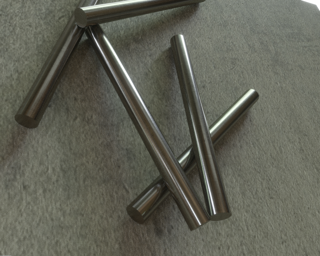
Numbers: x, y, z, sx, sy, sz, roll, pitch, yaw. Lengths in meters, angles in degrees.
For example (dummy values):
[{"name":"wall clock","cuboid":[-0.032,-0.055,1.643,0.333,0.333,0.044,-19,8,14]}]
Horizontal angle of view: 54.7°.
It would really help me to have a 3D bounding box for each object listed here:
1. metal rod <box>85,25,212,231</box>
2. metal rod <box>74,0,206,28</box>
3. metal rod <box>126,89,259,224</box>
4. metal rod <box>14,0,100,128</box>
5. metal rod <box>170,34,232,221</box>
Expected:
[{"name":"metal rod","cuboid":[-0.025,-0.018,0.381,0.025,0.025,0.299,-14,62,-34]},{"name":"metal rod","cuboid":[-0.011,-0.202,0.506,0.025,0.025,0.302,51,46,7]},{"name":"metal rod","cuboid":[0.064,0.020,0.428,0.025,0.025,0.302,47,51,4]},{"name":"metal rod","cuboid":[-0.118,-0.127,0.418,0.025,0.025,0.300,23,53,-15]},{"name":"metal rod","cuboid":[0.047,-0.024,0.421,0.025,0.025,0.299,10,50,-23]}]
